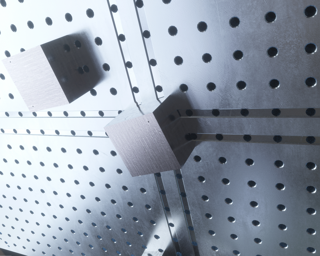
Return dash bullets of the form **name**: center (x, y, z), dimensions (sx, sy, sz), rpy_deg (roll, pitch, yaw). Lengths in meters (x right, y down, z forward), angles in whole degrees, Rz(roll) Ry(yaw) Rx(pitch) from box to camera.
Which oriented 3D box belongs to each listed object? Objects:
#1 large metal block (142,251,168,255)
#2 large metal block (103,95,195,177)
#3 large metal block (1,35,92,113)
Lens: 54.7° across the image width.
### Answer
- **large metal block**: center (-0.008, 0.280, 0.551), dimensions (0.050, 0.080, 0.080), rpy_deg (-20, 108, 35)
- **large metal block**: center (-0.013, 0.013, 0.408), dimensions (0.080, 0.050, 0.080), rpy_deg (-15, 111, 34)
- **large metal block**: center (-0.155, -0.073, 0.429), dimensions (0.080, 0.050, 0.080), rpy_deg (-8, 115, 31)
